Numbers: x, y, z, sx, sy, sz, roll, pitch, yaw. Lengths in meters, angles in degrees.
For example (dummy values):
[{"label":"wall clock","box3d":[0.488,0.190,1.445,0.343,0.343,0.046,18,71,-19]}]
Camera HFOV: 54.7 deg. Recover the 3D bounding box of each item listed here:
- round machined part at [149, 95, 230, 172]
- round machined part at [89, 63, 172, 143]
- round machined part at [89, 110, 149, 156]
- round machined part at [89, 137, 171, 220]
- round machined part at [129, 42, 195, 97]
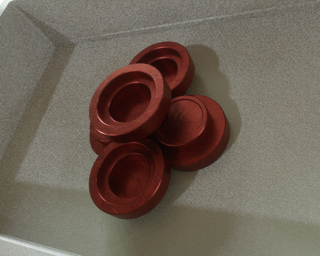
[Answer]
[{"label":"round machined part","box3d":[0.031,0.000,0.375,0.098,0.042,0.098,-13,56,20]},{"label":"round machined part","box3d":[-0.031,-0.025,0.369,0.098,0.042,0.098,-13,56,20]},{"label":"round machined part","box3d":[-0.056,-0.003,0.422,0.098,0.042,0.098,-13,56,20]},{"label":"round machined part","box3d":[-0.032,0.060,0.371,0.098,0.042,0.098,-13,56,20]},{"label":"round machined part","box3d":[0.002,-0.069,0.432,0.098,0.042,0.098,-13,56,20]}]
